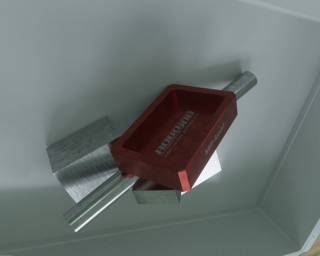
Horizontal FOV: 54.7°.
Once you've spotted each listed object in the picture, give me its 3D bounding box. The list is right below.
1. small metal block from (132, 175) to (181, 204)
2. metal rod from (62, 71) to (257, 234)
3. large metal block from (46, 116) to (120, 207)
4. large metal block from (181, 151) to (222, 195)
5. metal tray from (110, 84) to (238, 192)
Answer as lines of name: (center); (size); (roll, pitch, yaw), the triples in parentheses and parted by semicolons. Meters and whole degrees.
small metal block: (0.000, 0.062, 0.368); (0.050, 0.050, 0.025); (-5, 129, 17)
metal rod: (0.017, 0.015, 0.379); (0.302, 0.025, 0.025); (-38, 131, -23)
large metal block: (-0.077, 0.046, 0.375); (0.080, 0.050, 0.080); (-30, 129, -10)
large metal block: (0.032, 0.040, 0.435); (0.080, 0.050, 0.080); (-30, 129, -10)
metal tray: (0.020, 0.002, 0.344); (0.131, 0.090, 0.030); (-50, 139, -36)
